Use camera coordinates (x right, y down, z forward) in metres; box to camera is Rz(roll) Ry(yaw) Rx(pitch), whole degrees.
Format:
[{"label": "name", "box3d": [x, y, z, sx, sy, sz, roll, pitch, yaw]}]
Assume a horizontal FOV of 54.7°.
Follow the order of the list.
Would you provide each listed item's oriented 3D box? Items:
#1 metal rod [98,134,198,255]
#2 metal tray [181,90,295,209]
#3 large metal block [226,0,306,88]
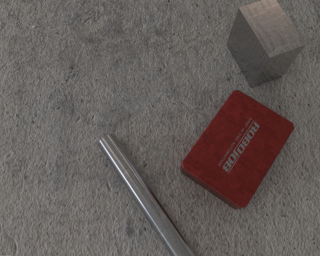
[{"label": "metal rod", "box3d": [0.016, 0.131, 0.360, 0.025, 0.025, 0.299, -33, 74, -11]}, {"label": "metal tray", "box3d": [0.098, 0.026, 0.397, 0.090, 0.030, 0.130, 34, 73, 11]}, {"label": "large metal block", "box3d": [0.139, -0.114, 0.422, 0.050, 0.080, 0.080, -21, 72, -7]}]
